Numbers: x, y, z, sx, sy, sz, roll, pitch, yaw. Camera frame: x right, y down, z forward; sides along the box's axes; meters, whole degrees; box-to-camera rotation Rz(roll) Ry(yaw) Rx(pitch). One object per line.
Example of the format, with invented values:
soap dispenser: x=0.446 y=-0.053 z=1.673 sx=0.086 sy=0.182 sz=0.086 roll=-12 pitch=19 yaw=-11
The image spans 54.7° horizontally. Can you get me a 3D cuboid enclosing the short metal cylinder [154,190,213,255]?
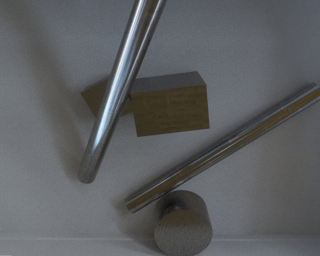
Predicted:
short metal cylinder: x=0.032 y=0.138 z=0.449 sx=0.081 sy=0.050 sz=0.079 roll=0 pitch=110 yaw=-1

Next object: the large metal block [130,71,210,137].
large metal block: x=0.011 y=-0.032 z=0.371 sx=0.080 sy=0.080 sz=0.050 roll=-7 pitch=110 yaw=2

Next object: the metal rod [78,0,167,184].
metal rod: x=-0.050 y=-0.029 z=0.337 sx=0.025 sy=0.025 sz=0.298 roll=21 pitch=133 yaw=-8

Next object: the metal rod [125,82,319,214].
metal rod: x=0.079 y=0.033 z=0.424 sx=0.300 sy=0.025 sz=0.025 roll=-33 pitch=107 yaw=11

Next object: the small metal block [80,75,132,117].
small metal block: x=-0.064 y=-0.037 z=0.397 sx=0.050 sy=0.025 sz=0.050 roll=-26 pitch=108 yaw=9
